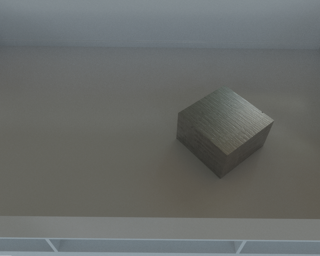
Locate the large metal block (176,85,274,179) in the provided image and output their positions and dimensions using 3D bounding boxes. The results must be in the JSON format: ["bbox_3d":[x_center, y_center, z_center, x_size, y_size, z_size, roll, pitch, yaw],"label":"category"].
[{"bbox_3d":[0.078,0.002,0.388,0.081,0.050,0.080,-32,57,-24],"label":"large metal block"}]
